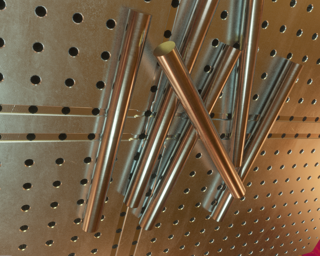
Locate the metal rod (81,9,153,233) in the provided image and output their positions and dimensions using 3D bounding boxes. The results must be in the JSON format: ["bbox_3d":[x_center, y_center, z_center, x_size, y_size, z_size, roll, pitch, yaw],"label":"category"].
[{"bbox_3d":[-0.060,0.009,0.383,0.025,0.025,0.298,3,117,-30],"label":"metal rod"}]

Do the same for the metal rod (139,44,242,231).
[{"bbox_3d":[0.036,0.025,0.445,0.025,0.025,0.298,11,113,-33],"label":"metal rod"}]

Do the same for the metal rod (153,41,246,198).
[{"bbox_3d":[0.067,0.012,0.420,0.025,0.025,0.300,-37,131,-4],"label":"metal rod"}]

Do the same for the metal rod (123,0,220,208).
[{"bbox_3d":[0.008,-0.021,0.401,0.025,0.025,0.298,7,115,-32],"label":"metal rod"}]

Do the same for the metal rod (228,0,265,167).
[{"bbox_3d":[0.118,-0.068,0.432,0.025,0.025,0.298,-16,125,-20],"label":"metal rod"}]

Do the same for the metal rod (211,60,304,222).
[{"bbox_3d":[0.153,0.033,0.514,0.025,0.025,0.298,7,115,-31],"label":"metal rod"}]
